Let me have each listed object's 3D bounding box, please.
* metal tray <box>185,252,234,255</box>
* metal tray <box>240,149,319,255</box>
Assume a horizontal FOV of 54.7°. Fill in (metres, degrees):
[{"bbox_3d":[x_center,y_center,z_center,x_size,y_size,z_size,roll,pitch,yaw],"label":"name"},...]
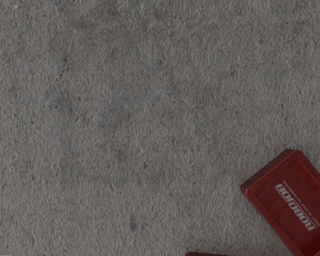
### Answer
[{"bbox_3d":[0.095,0.219,0.408,0.131,0.030,0.089,5,90,0],"label":"metal tray"},{"bbox_3d":[0.182,0.103,0.408,0.090,0.030,0.130,-39,90,0],"label":"metal tray"}]
